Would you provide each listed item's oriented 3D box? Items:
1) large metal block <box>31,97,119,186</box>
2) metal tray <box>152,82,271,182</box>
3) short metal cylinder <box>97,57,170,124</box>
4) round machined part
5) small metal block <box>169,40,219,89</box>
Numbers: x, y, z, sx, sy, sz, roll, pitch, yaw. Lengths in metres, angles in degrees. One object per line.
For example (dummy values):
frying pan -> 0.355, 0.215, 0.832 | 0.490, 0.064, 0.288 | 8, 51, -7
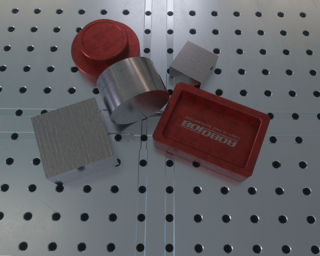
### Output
large metal block -> -0.105, 0.018, 0.391 | 0.080, 0.050, 0.080 | -19, 71, -7
metal tray -> 0.066, 0.004, 0.407 | 0.130, 0.030, 0.090 | 22, 71, 7
short metal cylinder -> -0.034, -0.046, 0.399 | 0.080, 0.080, 0.050 | -22, 72, -8
round machined part -> -0.078, -0.116, 0.444 | 0.099, 0.042, 0.098 | 0, 70, 0
small metal block -> 0.048, -0.089, 0.445 | 0.050, 0.025, 0.050 | 30, 73, 10
